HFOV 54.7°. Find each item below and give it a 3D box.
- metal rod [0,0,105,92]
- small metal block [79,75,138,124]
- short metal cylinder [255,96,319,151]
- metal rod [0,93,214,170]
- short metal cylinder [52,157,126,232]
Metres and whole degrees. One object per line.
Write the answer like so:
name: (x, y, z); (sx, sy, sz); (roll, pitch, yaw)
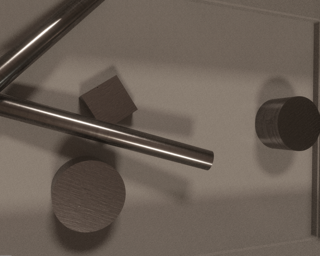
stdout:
metal rod: (-0.157, -0.066, 0.327); (0.025, 0.025, 0.301); (45, 67, -15)
small metal block: (-0.065, -0.031, 0.387); (0.050, 0.025, 0.050); (-34, 102, -17)
short metal cylinder: (0.194, -0.006, 0.471); (0.081, 0.050, 0.079); (0, 90, -21)
metal rod: (-0.081, 0.001, 0.357); (0.302, 0.025, 0.025); (16, 85, -11)
short metal cylinder: (-0.086, 0.076, 0.366); (0.081, 0.050, 0.079); (0, 90, -20)
